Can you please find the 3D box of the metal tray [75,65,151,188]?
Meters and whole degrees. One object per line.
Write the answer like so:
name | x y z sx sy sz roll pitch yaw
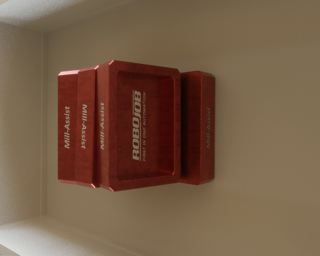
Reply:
metal tray | -0.052 0.000 0.364 0.030 0.091 0.129 0 88 40

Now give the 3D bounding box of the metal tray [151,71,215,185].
metal tray | 0.021 -0.001 0.384 0.090 0.030 0.129 1 90 40

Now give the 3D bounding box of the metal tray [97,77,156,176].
metal tray | -0.049 -0.003 0.441 0.090 0.030 0.129 1 90 40

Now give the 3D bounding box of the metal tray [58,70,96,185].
metal tray | -0.084 -0.001 0.389 0.030 0.090 0.129 0 90 27

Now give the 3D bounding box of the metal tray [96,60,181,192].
metal tray | -0.021 -0.002 0.337 0.030 0.091 0.129 0 90 54
